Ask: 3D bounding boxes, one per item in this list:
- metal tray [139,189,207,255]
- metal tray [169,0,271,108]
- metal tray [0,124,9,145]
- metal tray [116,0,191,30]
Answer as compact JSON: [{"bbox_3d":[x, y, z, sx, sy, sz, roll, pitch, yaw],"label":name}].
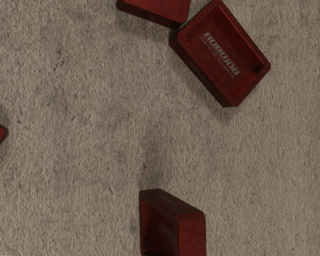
[{"bbox_3d":[0.009,0.127,0.358,0.030,0.130,0.089,-2,91,-20],"label":"metal tray"},{"bbox_3d":[0.087,-0.104,0.439,0.130,0.030,0.090,47,75,-15],"label":"metal tray"},{"bbox_3d":[-0.241,0.002,0.316,0.130,0.030,0.090,38,78,-16],"label":"metal tray"},{"bbox_3d":[0.001,-0.208,0.407,0.091,0.030,0.129,14,85,-20],"label":"metal tray"}]
